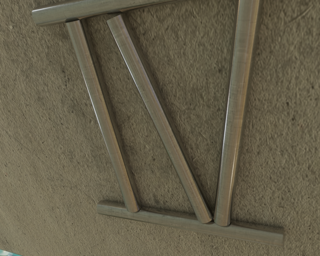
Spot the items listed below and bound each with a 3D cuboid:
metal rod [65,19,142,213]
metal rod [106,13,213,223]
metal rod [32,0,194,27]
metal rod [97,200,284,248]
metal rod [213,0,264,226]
[{"bbox_3d":[-0.073,-0.001,0.443,0.025,0.025,0.298,1,119,27],"label":"metal rod"},{"bbox_3d":[0.008,0.001,0.403,0.025,0.025,0.299,-12,113,33],"label":"metal rod"},{"bbox_3d":[-0.021,-0.140,0.331,0.301,0.025,0.025,1,119,27],"label":"metal rod"},{"bbox_3d":[0.030,0.143,0.478,0.301,0.025,0.025,1,119,27],"label":"metal rod"},{"bbox_3d":[0.086,0.002,0.362,0.025,0.025,0.298,12,124,21],"label":"metal rod"}]
